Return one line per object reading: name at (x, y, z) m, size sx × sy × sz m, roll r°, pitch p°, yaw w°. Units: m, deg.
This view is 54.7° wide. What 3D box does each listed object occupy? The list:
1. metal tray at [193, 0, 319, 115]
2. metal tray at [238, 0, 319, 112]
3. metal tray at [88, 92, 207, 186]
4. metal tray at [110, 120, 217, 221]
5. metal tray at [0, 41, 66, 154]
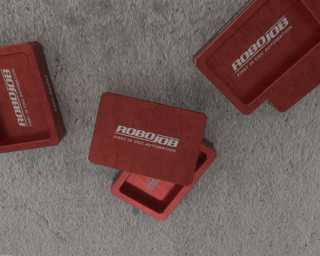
metal tray at (0.112, -0.089, 0.342) m, size 0.090 × 0.030 × 0.130 m, roll 43°, pitch 104°, yaw -14°
metal tray at (0.168, -0.094, 0.374) m, size 0.130 × 0.030 × 0.090 m, roll -42°, pitch 105°, yaw 13°
metal tray at (-0.015, 0.012, 0.387) m, size 0.131 × 0.030 × 0.089 m, roll 13°, pitch 93°, yaw 6°
metal tray at (0.003, 0.056, 0.427) m, size 0.090 × 0.030 × 0.129 m, roll 32°, pitch 107°, yaw -12°
metal tray at (-0.182, -0.037, 0.391) m, size 0.091 × 0.030 × 0.129 m, roll -9°, pitch 110°, yaw 3°
